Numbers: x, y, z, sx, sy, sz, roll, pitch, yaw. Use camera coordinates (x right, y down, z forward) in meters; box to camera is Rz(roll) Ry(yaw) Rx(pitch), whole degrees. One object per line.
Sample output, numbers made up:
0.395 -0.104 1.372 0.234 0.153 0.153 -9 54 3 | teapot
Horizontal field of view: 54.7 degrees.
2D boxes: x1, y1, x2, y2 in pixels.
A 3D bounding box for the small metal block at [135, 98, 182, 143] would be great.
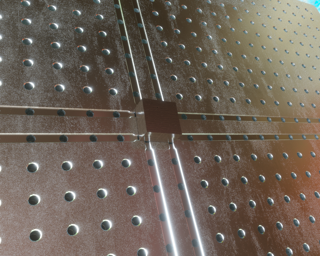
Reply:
-0.003 -0.009 0.414 0.050 0.025 0.050 5 60 -26 | small metal block
